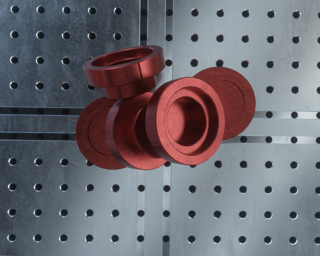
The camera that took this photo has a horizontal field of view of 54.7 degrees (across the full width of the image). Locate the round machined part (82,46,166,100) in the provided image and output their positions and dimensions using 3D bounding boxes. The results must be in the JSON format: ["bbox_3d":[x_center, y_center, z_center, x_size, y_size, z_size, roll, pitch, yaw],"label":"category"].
[{"bbox_3d":[-0.041,-0.068,0.381,0.099,0.098,0.042,-12,116,-1],"label":"round machined part"}]

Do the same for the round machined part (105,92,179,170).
[{"bbox_3d":[-0.014,0.003,0.381,0.099,0.042,0.097,3,85,-37],"label":"round machined part"}]

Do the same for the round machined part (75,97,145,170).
[{"bbox_3d":[-0.061,0.006,0.404,0.099,0.042,0.097,0,90,-1],"label":"round machined part"}]

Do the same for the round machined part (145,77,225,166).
[{"bbox_3d":[0.025,-0.007,0.357,0.099,0.042,0.097,1,88,-33],"label":"round machined part"}]

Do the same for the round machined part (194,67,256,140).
[{"bbox_3d":[0.077,-0.032,0.406,0.099,0.042,0.097,0,90,-1],"label":"round machined part"}]
